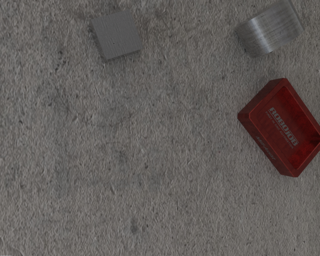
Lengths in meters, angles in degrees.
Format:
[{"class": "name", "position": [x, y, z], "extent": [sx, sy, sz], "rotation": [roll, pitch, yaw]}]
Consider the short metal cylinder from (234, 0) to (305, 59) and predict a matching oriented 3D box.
[{"class": "short metal cylinder", "position": [0.153, -0.141, 0.436], "extent": [0.080, 0.080, 0.050], "rotation": [-36, 102, -17]}]

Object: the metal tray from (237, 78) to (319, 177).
[{"class": "metal tray", "position": [0.191, 0.000, 0.476], "extent": [0.090, 0.030, 0.130], "rotation": [-44, 104, -15]}]

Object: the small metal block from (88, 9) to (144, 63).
[{"class": "small metal block", "position": [-0.055, -0.114, 0.389], "extent": [0.050, 0.025, 0.050], "rotation": [-23, 98, -19]}]
